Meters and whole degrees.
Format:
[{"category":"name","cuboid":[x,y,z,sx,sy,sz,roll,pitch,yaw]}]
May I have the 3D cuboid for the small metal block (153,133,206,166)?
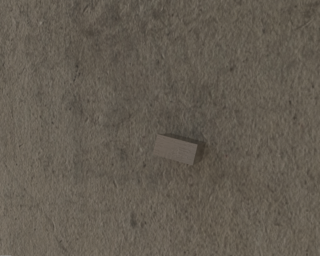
[{"category":"small metal block","cuboid":[0.026,0.025,0.386,0.050,0.050,0.025,14,95,19]}]
